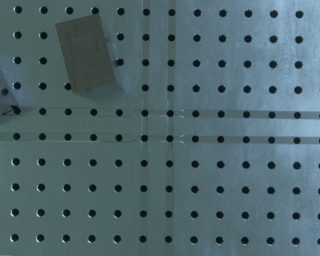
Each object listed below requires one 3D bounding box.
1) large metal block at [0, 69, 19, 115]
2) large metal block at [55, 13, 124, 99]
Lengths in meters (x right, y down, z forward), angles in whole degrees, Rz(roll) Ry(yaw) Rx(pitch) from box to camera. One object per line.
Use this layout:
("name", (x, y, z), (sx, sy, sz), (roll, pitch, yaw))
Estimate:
("large metal block", (-0.247, -0.047, 0.399), (0.080, 0.050, 0.080), (-27, 90, 0))
("large metal block", (-0.083, -0.084, 0.385), (0.050, 0.080, 0.080), (-14, 90, 0))
